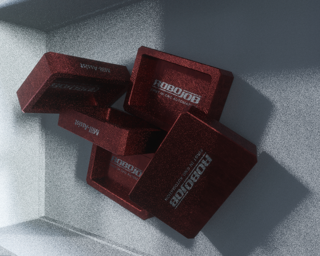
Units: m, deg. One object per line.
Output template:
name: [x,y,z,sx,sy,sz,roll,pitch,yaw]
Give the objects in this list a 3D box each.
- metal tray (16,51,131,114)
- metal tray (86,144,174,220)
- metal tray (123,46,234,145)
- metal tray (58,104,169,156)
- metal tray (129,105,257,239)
metal tray: [-0.113,-0.055,0.425,0.090,0.131,0.030,-37,68,34]
metal tray: [-0.047,0.059,0.436,0.130,0.030,0.089,21,103,37]
metal tray: [0.017,-0.043,0.386,0.130,0.030,0.089,27,106,36]
metal tray: [-0.060,-0.001,0.408,0.130,0.091,0.030,20,103,38]
metal tray: [0.034,0.051,0.346,0.090,0.030,0.129,33,114,4]
